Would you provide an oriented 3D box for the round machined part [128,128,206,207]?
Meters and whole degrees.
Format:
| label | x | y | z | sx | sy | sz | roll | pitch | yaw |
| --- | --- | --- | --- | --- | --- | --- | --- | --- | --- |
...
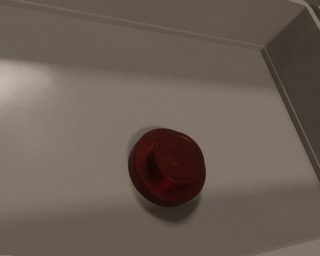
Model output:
| label | x | y | z | sx | sy | sz | roll | pitch | yaw |
| --- | --- | --- | --- | --- | --- | --- | --- | --- | --- |
| round machined part | 0.015 | 0.043 | 0.378 | 0.099 | 0.042 | 0.098 | 14 | 56 | -21 |
